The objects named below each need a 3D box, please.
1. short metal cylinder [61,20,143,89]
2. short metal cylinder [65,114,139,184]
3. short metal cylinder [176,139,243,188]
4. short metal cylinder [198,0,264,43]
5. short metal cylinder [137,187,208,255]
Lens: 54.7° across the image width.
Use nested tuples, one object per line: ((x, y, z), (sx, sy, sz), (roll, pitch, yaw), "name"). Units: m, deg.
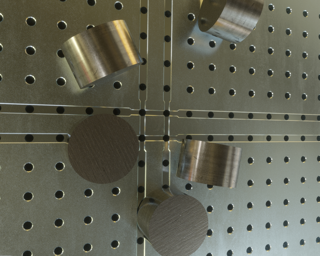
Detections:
((-0.066, -0.084, 0.360), (0.081, 0.080, 0.050), (-27, 99, -18), "short metal cylinder")
((-0.071, 0.023, 0.374), (0.081, 0.050, 0.079), (0, 90, -21), "short metal cylinder")
((0.065, 0.045, 0.409), (0.081, 0.080, 0.050), (11, 87, -20), "short metal cylinder")
((0.094, -0.161, 0.419), (0.050, 0.080, 0.080), (14, 85, -20), "short metal cylinder")
((0.016, 0.122, 0.406), (0.081, 0.050, 0.079), (0, 90, -21), "short metal cylinder")
